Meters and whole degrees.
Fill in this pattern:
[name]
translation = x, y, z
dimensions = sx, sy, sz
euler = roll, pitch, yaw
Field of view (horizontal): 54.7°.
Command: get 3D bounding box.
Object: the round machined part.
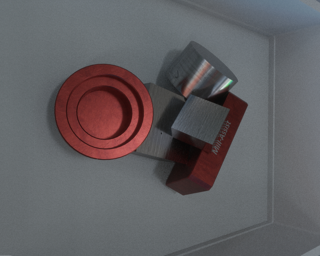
[round machined part]
translation = -0.060, -0.015, 0.330
dimensions = 0.099, 0.042, 0.097
euler = 2, 85, -17

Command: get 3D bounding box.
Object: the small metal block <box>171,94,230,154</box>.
[small metal block]
translation = 0.048, -0.005, 0.363
dimensions = 0.050, 0.050, 0.025
euler = -60, 162, -23

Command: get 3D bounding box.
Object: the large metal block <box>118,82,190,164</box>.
[large metal block]
translation = -0.005, -0.003, 0.387
dimensions = 0.080, 0.050, 0.080
euler = 19, 78, -39

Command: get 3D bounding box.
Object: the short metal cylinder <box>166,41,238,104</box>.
[short metal cylinder]
translation = 0.055, -0.069, 0.409
dimensions = 0.080, 0.080, 0.050
euler = 21, 121, -38

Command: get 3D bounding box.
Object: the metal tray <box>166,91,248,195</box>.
[metal tray]
translation = 0.061, 0.023, 0.414
dimensions = 0.030, 0.090, 0.130
euler = 32, 67, -7
